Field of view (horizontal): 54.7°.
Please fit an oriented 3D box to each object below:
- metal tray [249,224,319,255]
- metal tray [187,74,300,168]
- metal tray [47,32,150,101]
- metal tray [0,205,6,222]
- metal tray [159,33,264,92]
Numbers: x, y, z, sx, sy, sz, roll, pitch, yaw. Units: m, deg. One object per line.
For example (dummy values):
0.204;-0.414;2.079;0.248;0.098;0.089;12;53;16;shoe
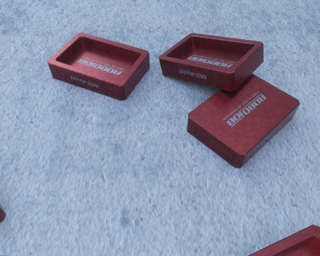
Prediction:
0.139;0.161;0.266;0.091;0.030;0.130;-18;53;-15;metal tray
0.111;-0.017;0.415;0.131;0.030;0.090;-36;59;-27;metal tray
-0.093;-0.099;0.481;0.130;0.030;0.090;19;52;15;metal tray
-0.241;0.073;0.335;0.091;0.030;0.130;-34;58;-25;metal tray
0.075;-0.103;0.464;0.130;0.030;0.090;21;51;36;metal tray
